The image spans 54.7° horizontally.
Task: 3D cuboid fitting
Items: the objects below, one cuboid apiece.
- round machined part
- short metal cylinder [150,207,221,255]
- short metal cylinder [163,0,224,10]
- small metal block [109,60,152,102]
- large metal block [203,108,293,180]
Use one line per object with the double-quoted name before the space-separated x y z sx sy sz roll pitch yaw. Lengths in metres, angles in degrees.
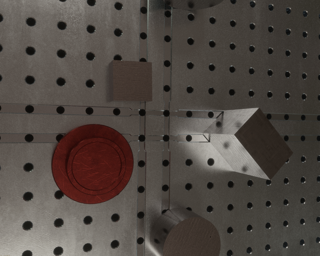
"round machined part" -0.079 0.044 0.375 0.099 0.042 0.097 0 90 -21
"short metal cylinder" 0.033 0.152 0.413 0.081 0.050 0.079 0 90 -20
"short metal cylinder" 0.044 -0.193 0.400 0.081 0.080 0.050 -1 91 -20
"small metal block" -0.038 -0.059 0.399 0.050 0.025 0.050 -1 91 -21
"large metal block" 0.119 0.020 0.429 0.050 0.080 0.080 -45 104 -15
